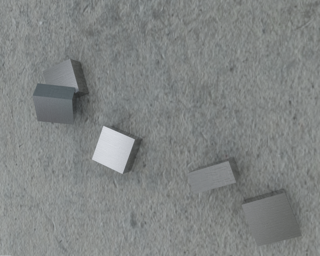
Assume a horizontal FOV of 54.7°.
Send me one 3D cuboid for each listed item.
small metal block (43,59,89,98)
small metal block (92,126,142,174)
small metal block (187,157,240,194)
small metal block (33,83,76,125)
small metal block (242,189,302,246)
[{"bbox_3d":[-0.139,-0.067,0.456,0.050,0.025,0.050,-19,84,18],"label":"small metal block"},{"bbox_3d":[-0.059,0.029,0.429,0.050,0.025,0.050,22,97,18],"label":"small metal block"},{"bbox_3d":[0.066,0.056,0.372,0.050,0.050,0.025,-20,84,18],"label":"small metal block"},{"bbox_3d":[-0.146,-0.033,0.435,0.050,0.050,0.025,6,48,-8],"label":"small metal block"},{"bbox_3d":[0.130,0.104,0.363,0.050,0.025,0.050,-22,83,18],"label":"small metal block"}]
